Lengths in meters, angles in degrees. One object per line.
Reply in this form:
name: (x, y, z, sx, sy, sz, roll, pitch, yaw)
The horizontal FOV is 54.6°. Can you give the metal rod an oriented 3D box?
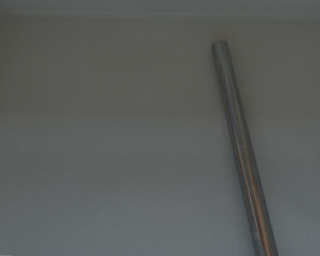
metal rod: (0.106, 0.018, 0.403, 0.025, 0.025, 0.299, -7, 70, -3)
